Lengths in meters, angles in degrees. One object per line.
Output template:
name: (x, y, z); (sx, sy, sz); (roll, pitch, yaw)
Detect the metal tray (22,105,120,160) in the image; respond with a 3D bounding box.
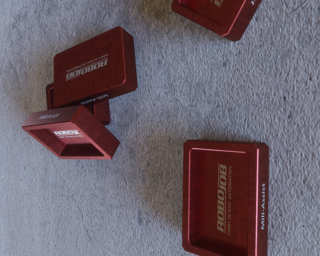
metal tray: (-0.137, 0.011, 0.472); (0.130, 0.090, 0.030); (-4, 49, 37)

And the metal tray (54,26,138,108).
metal tray: (-0.098, -0.083, 0.455); (0.130, 0.030, 0.090); (-15, 71, 26)

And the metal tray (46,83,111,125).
metal tray: (-0.140, -0.041, 0.517); (0.130, 0.030, 0.089); (-11, 83, 39)

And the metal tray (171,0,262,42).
metal tray: (0.077, -0.173, 0.338); (0.090, 0.030, 0.129); (40, 114, 32)

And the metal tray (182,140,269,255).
metal tray: (0.070, 0.079, 0.343); (0.090, 0.030, 0.129); (1, 91, 40)
